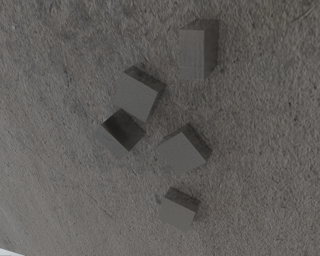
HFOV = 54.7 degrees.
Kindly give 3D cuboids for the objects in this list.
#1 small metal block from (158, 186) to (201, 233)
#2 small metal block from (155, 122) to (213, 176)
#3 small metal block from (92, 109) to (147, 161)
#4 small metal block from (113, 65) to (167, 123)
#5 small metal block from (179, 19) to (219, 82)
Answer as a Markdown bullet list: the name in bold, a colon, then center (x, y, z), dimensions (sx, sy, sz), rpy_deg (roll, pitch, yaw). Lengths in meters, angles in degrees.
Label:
- **small metal block**: center (0.029, 0.124, 0.468), dimensions (0.050, 0.025, 0.050), rpy_deg (23, 127, 14)
- **small metal block**: center (0.031, 0.028, 0.408), dimensions (0.050, 0.025, 0.050), rpy_deg (-33, 100, 38)
- **small metal block**: center (-0.054, 0.008, 0.424), dimensions (0.050, 0.050, 0.025), rpy_deg (44, 129, -3)
- **small metal block**: center (-0.027, -0.043, 0.394), dimensions (0.050, 0.025, 0.050), rpy_deg (31, 128, 8)
- **small metal block**: center (0.041, -0.081, 0.319), dimensions (0.025, 0.050, 0.050), rpy_deg (10, 123, 23)
